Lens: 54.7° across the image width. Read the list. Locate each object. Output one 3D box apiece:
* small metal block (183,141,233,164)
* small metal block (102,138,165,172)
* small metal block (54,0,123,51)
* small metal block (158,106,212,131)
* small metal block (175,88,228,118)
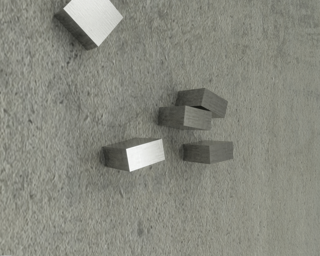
[{"bbox_3d":[0.069,0.034,0.446,0.050,0.050,0.025,-6,94,-40],"label":"small metal block"},{"bbox_3d":[-0.031,0.029,0.362,0.050,0.050,0.025,-14,100,-39],"label":"small metal block"},{"bbox_3d":[-0.077,-0.122,0.340,0.050,0.025,0.050,47,62,-30],"label":"small metal block"},{"bbox_3d":[0.033,-0.012,0.416,0.050,0.050,0.025,10,84,-40],"label":"small metal block"},{"bbox_3d":[0.058,-0.033,0.437,0.050,0.050,0.025,23,76,-38],"label":"small metal block"}]
